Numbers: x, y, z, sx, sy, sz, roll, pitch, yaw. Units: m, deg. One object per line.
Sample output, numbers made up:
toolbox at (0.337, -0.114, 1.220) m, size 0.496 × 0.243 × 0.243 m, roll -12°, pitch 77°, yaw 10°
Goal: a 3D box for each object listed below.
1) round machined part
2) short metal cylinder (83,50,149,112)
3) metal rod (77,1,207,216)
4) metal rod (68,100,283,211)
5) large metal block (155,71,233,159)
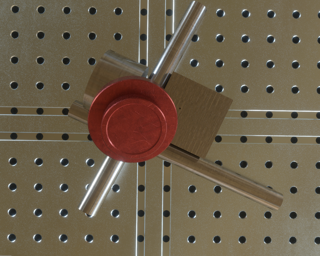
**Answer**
round machined part at (-0.029, -0.005, 0.339) m, size 0.099 × 0.042 × 0.097 m, roll -3°, pitch 110°, yaw -7°
short metal cylinder at (-0.054, -0.049, 0.384) m, size 0.050 × 0.080 × 0.080 m, roll 25°, pitch 90°, yaw -1°
metal rod at (-0.019, -0.030, 0.394) m, size 0.025 × 0.025 × 0.299 m, roll 28°, pitch 82°, yaw -1°
metal rod at (0.021, 0.037, 0.413) m, size 0.301 × 0.025 × 0.025 m, roll 25°, pitch 90°, yaw -1°
large metal block at (0.035, -0.016, 0.398) m, size 0.080 × 0.050 × 0.080 m, roll 26°, pitch 90°, yaw -1°
